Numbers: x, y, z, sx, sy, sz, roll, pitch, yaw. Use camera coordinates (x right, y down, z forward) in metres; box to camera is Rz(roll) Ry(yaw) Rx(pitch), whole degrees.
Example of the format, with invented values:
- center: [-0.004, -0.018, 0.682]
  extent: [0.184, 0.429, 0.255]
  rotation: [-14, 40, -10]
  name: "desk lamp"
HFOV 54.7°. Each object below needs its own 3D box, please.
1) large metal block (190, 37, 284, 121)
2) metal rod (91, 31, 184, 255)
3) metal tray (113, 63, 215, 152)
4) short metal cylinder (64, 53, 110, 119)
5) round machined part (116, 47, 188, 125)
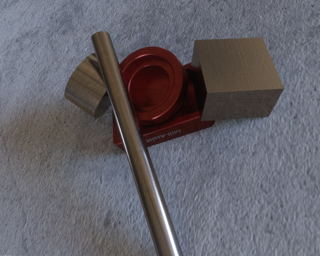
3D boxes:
- center: [0.083, -0.057, 0.358]
  extent: [0.081, 0.050, 0.080]
  rotation: [-4, 56, -5]
  name: "large metal block"
- center: [-0.030, 0.015, 0.354]
  extent: [0.025, 0.025, 0.299]
  rotation: [-24, 70, 13]
  name: "metal rod"
- center: [0.000, -0.027, 0.417]
  extent: [0.130, 0.030, 0.090]
  rotation: [-19, 54, 16]
  name: "metal tray"
- center: [-0.090, -0.060, 0.444]
  extent: [0.050, 0.080, 0.080]
  rotation: [35, 79, 2]
  name: "short metal cylinder"
- center: [-0.010, -0.051, 0.399]
  extent: [0.098, 0.042, 0.098]
  rotation: [-6, 75, 22]
  name: "round machined part"
